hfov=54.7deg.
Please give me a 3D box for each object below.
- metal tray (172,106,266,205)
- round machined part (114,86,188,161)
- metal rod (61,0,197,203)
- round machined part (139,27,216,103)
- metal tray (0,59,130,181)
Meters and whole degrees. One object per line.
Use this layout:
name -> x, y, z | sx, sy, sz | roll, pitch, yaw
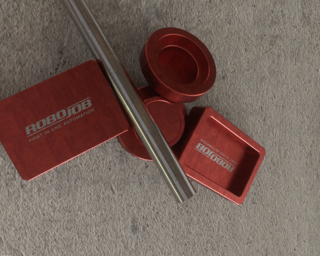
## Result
metal tray -> 0.080, 0.039, 0.426 | 0.130, 0.030, 0.090 | 33, 79, -28
round machined part -> -0.007, -0.006, 0.399 | 0.099, 0.042, 0.097 | 0, 90, -20
metal rod -> -0.044, -0.051, 0.358 | 0.025, 0.025, 0.299 | -29, 87, -18
round machined part -> 0.019, -0.076, 0.397 | 0.099, 0.042, 0.098 | 11, 64, -23
metal tray -> -0.113, -0.010, 0.355 | 0.131, 0.030, 0.090 | -28, 97, -9
